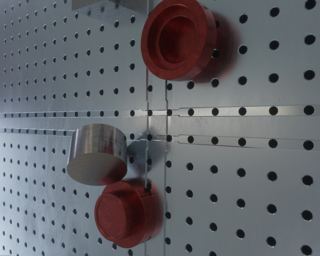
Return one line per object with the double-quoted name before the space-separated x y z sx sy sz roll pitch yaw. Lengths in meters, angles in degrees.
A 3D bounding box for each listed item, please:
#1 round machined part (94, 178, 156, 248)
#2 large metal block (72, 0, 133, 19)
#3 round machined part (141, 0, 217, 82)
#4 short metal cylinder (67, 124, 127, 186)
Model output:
"round machined part" -0.057 0.123 0.445 0.098 0.042 0.097 0 90 40
"large metal block" -0.087 -0.216 0.465 0.080 0.050 0.079 3 92 40
"round machined part" 0.026 -0.105 0.377 0.098 0.042 0.097 0 90 40
"short metal cylinder" -0.087 0.039 0.436 0.080 0.080 0.050 -41 38 32
